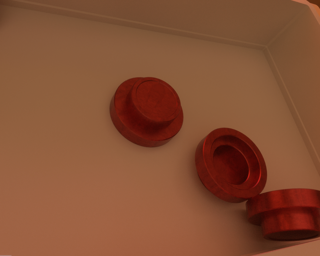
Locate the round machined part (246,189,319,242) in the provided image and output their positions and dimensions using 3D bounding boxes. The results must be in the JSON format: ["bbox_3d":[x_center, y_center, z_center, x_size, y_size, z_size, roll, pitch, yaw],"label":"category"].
[{"bbox_3d":[0.157,0.110,0.376,0.099,0.097,0.042,14,57,-21],"label":"round machined part"}]

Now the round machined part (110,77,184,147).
[{"bbox_3d":[-0.012,-0.028,0.405,0.099,0.042,0.098,14,56,-21],"label":"round machined part"}]

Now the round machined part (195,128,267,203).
[{"bbox_3d":[0.089,0.052,0.411,0.099,0.042,0.098,14,56,-21],"label":"round machined part"}]
